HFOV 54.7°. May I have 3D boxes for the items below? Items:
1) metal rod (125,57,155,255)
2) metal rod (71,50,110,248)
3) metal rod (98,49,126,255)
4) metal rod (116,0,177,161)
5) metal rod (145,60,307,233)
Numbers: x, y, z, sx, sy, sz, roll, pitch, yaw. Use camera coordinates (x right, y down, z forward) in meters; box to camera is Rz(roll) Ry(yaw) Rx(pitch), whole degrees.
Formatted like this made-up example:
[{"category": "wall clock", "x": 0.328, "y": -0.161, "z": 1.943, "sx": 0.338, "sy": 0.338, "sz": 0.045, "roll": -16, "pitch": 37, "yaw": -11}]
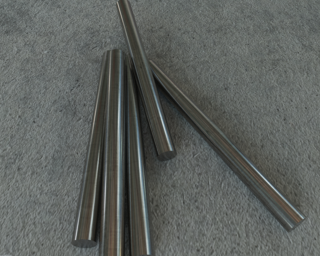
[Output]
[{"category": "metal rod", "x": -0.033, "y": 0.012, "z": 0.392, "sx": 0.025, "sy": 0.025, "sz": 0.300, "roll": -5, "pitch": 50, "yaw": -4}, {"category": "metal rod", "x": -0.077, "y": 0.000, "z": 0.402, "sx": 0.025, "sy": 0.025, "sz": 0.300, "roll": -1, "pitch": 50, "yaw": -1}, {"category": "metal rod", "x": -0.054, "y": 0.014, "z": 0.373, "sx": 0.025, "sy": 0.025, "sz": 0.300, "roll": -3, "pitch": 54, "yaw": -2}, {"category": "metal rod", "x": -0.027, "y": -0.088, "z": 0.453, "sx": 0.025, "sy": 0.025, "sz": 0.299, "roll": -11, "pitch": 58, "yaw": -9}, {"category": "metal rod", "x": 0.062, "y": 0.003, "z": 0.401, "sx": 0.025, "sy": 0.025, "sz": 0.300, "roll": -26, "pitch": 55, "yaw": -20}]
